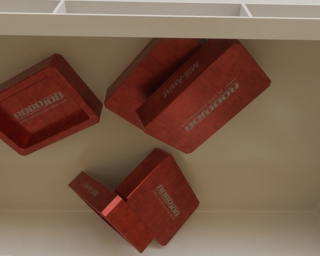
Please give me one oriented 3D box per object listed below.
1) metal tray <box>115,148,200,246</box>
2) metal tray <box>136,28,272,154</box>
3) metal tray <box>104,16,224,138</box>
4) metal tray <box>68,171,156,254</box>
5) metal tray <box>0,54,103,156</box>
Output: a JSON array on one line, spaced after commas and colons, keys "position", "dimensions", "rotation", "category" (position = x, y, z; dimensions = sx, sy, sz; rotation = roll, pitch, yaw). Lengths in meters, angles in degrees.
[{"position": [0.001, 0.104, 0.459], "dimensions": [0.090, 0.030, 0.130], "rotation": [-45, 129, -20], "category": "metal tray"}, {"position": [0.049, -0.033, 0.344], "dimensions": [0.130, 0.030, 0.090], "rotation": [-43, 138, 16], "category": "metal tray"}, {"position": [0.008, -0.051, 0.362], "dimensions": [0.090, 0.030, 0.129], "rotation": [33, 123, -25], "category": "metal tray"}, {"position": [-0.072, 0.116, 0.441], "dimensions": [0.030, 0.130, 0.090], "rotation": [-46, 120, -20], "category": "metal tray"}, {"position": [-0.150, -0.023, 0.383], "dimensions": [0.130, 0.030, 0.090], "rotation": [-23, 127, 18], "category": "metal tray"}]
